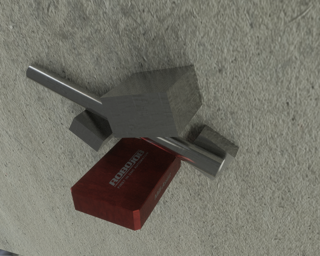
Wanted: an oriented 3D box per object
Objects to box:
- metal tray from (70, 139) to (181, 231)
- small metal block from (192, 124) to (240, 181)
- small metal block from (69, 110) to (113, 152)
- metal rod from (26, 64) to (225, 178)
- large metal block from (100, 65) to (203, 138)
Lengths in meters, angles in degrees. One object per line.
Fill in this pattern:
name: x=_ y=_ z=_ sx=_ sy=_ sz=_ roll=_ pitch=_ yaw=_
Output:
metal tray: x=-0.037 y=0.062 z=0.397 sx=0.090 sy=0.131 sz=0.030 roll=12 pitch=123 yaw=21
small metal block: x=0.063 y=0.031 z=0.394 sx=0.050 sy=0.025 sz=0.050 roll=36 pitch=129 yaw=4
small metal block: x=-0.089 y=-0.002 z=0.435 sx=0.050 sy=0.050 sz=0.025 roll=38 pitch=129 yaw=2
metal rod: x=-0.058 y=-0.017 z=0.409 sx=0.301 sy=0.025 sz=0.025 roll=27 pitch=128 yaw=17
large metal block: x=-0.006 y=-0.031 z=0.354 sx=0.080 sy=0.080 sz=0.050 roll=-2 pitch=118 yaw=29
